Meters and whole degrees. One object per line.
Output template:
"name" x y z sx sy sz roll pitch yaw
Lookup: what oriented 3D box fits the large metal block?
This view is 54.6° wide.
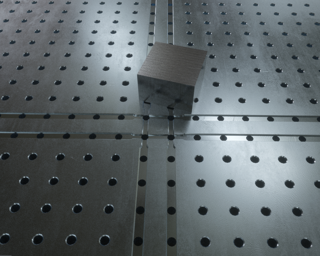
"large metal block" 0.019 -0.077 0.456 0.080 0.050 0.080 14 51 11
